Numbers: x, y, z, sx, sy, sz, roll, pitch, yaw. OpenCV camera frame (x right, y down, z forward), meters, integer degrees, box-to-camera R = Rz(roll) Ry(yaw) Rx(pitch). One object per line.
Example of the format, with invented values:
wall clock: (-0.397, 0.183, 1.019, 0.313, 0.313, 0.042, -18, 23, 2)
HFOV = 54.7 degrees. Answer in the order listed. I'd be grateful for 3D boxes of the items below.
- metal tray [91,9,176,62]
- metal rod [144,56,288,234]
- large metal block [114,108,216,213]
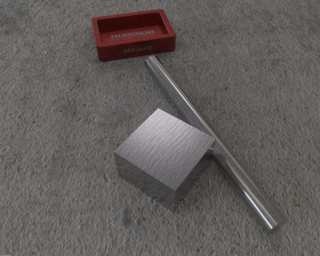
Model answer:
metal tray: (-0.047, -0.162, 0.535, 0.131, 0.030, 0.090, -11, 51, -9)
metal rod: (0.054, -0.001, 0.404, 0.025, 0.025, 0.300, -21, 53, -17)
large metal block: (0.006, 0.035, 0.358, 0.080, 0.050, 0.080, 29, 56, 22)
